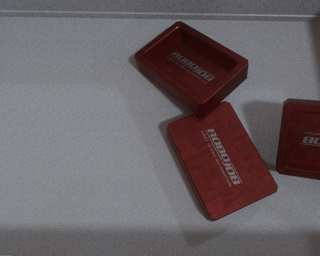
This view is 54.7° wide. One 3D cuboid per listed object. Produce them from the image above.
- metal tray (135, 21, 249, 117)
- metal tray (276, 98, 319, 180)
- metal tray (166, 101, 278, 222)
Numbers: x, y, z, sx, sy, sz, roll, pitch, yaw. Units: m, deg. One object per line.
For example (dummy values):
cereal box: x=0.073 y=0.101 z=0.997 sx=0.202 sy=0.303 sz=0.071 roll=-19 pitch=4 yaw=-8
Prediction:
metal tray: x=0.040 y=-0.085 z=0.420 sx=0.090 sy=0.030 sz=0.130 roll=-41 pitch=60 yaw=-14
metal tray: x=0.209 y=0.017 z=0.360 sx=0.130 sy=0.030 sz=0.089 roll=7 pitch=107 yaw=19
metal tray: x=0.075 y=0.040 z=0.393 sx=0.091 sy=0.030 sz=0.130 roll=-23 pitch=72 yaw=-9
